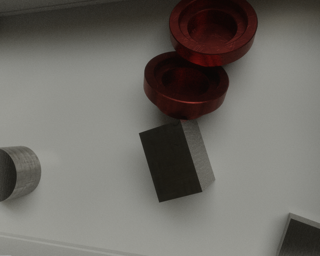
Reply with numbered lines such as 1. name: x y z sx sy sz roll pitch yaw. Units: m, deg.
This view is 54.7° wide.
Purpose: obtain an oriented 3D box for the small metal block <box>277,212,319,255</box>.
1. small metal block: 0.166 0.132 0.352 0.050 0.025 0.050 18 96 18

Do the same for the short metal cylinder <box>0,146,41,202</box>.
1. short metal cylinder: -0.233 0.069 0.477 0.080 0.050 0.079 0 90 19

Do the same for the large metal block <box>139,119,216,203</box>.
1. large metal block: 0.024 0.036 0.372 0.050 0.080 0.080 -19 84 19

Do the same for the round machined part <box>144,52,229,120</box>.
1. round machined part: 0.029 -0.047 0.372 0.098 0.098 0.042 27 139 17

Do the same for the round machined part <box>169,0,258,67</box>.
1. round machined part: 0.061 -0.112 0.365 0.099 0.042 0.098 -2 64 4
